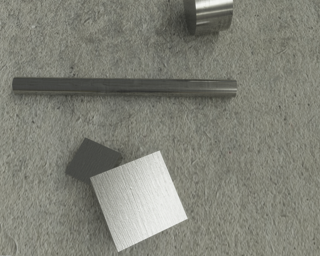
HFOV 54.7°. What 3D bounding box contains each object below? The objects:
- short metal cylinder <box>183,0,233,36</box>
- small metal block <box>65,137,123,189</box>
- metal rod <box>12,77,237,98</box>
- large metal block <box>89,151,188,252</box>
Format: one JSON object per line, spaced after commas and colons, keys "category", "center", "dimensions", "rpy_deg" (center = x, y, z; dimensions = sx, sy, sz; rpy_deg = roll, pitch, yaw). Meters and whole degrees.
{"category": "short metal cylinder", "center": [0.067, -0.177, 0.444], "dimensions": [0.050, 0.080, 0.080], "rpy_deg": [-10, 71, -4]}
{"category": "small metal block", "center": [-0.082, 0.047, 0.390], "dimensions": [0.050, 0.025, 0.050], "rpy_deg": [23, 72, 8]}
{"category": "metal rod", "center": [-0.047, -0.056, 0.428], "dimensions": [0.302, 0.025, 0.025], "rpy_deg": [1, 70, 0]}
{"category": "large metal block", "center": [-0.027, 0.080, 0.351], "dimensions": [0.081, 0.050, 0.080], "rpy_deg": [-20, 83, -18]}
